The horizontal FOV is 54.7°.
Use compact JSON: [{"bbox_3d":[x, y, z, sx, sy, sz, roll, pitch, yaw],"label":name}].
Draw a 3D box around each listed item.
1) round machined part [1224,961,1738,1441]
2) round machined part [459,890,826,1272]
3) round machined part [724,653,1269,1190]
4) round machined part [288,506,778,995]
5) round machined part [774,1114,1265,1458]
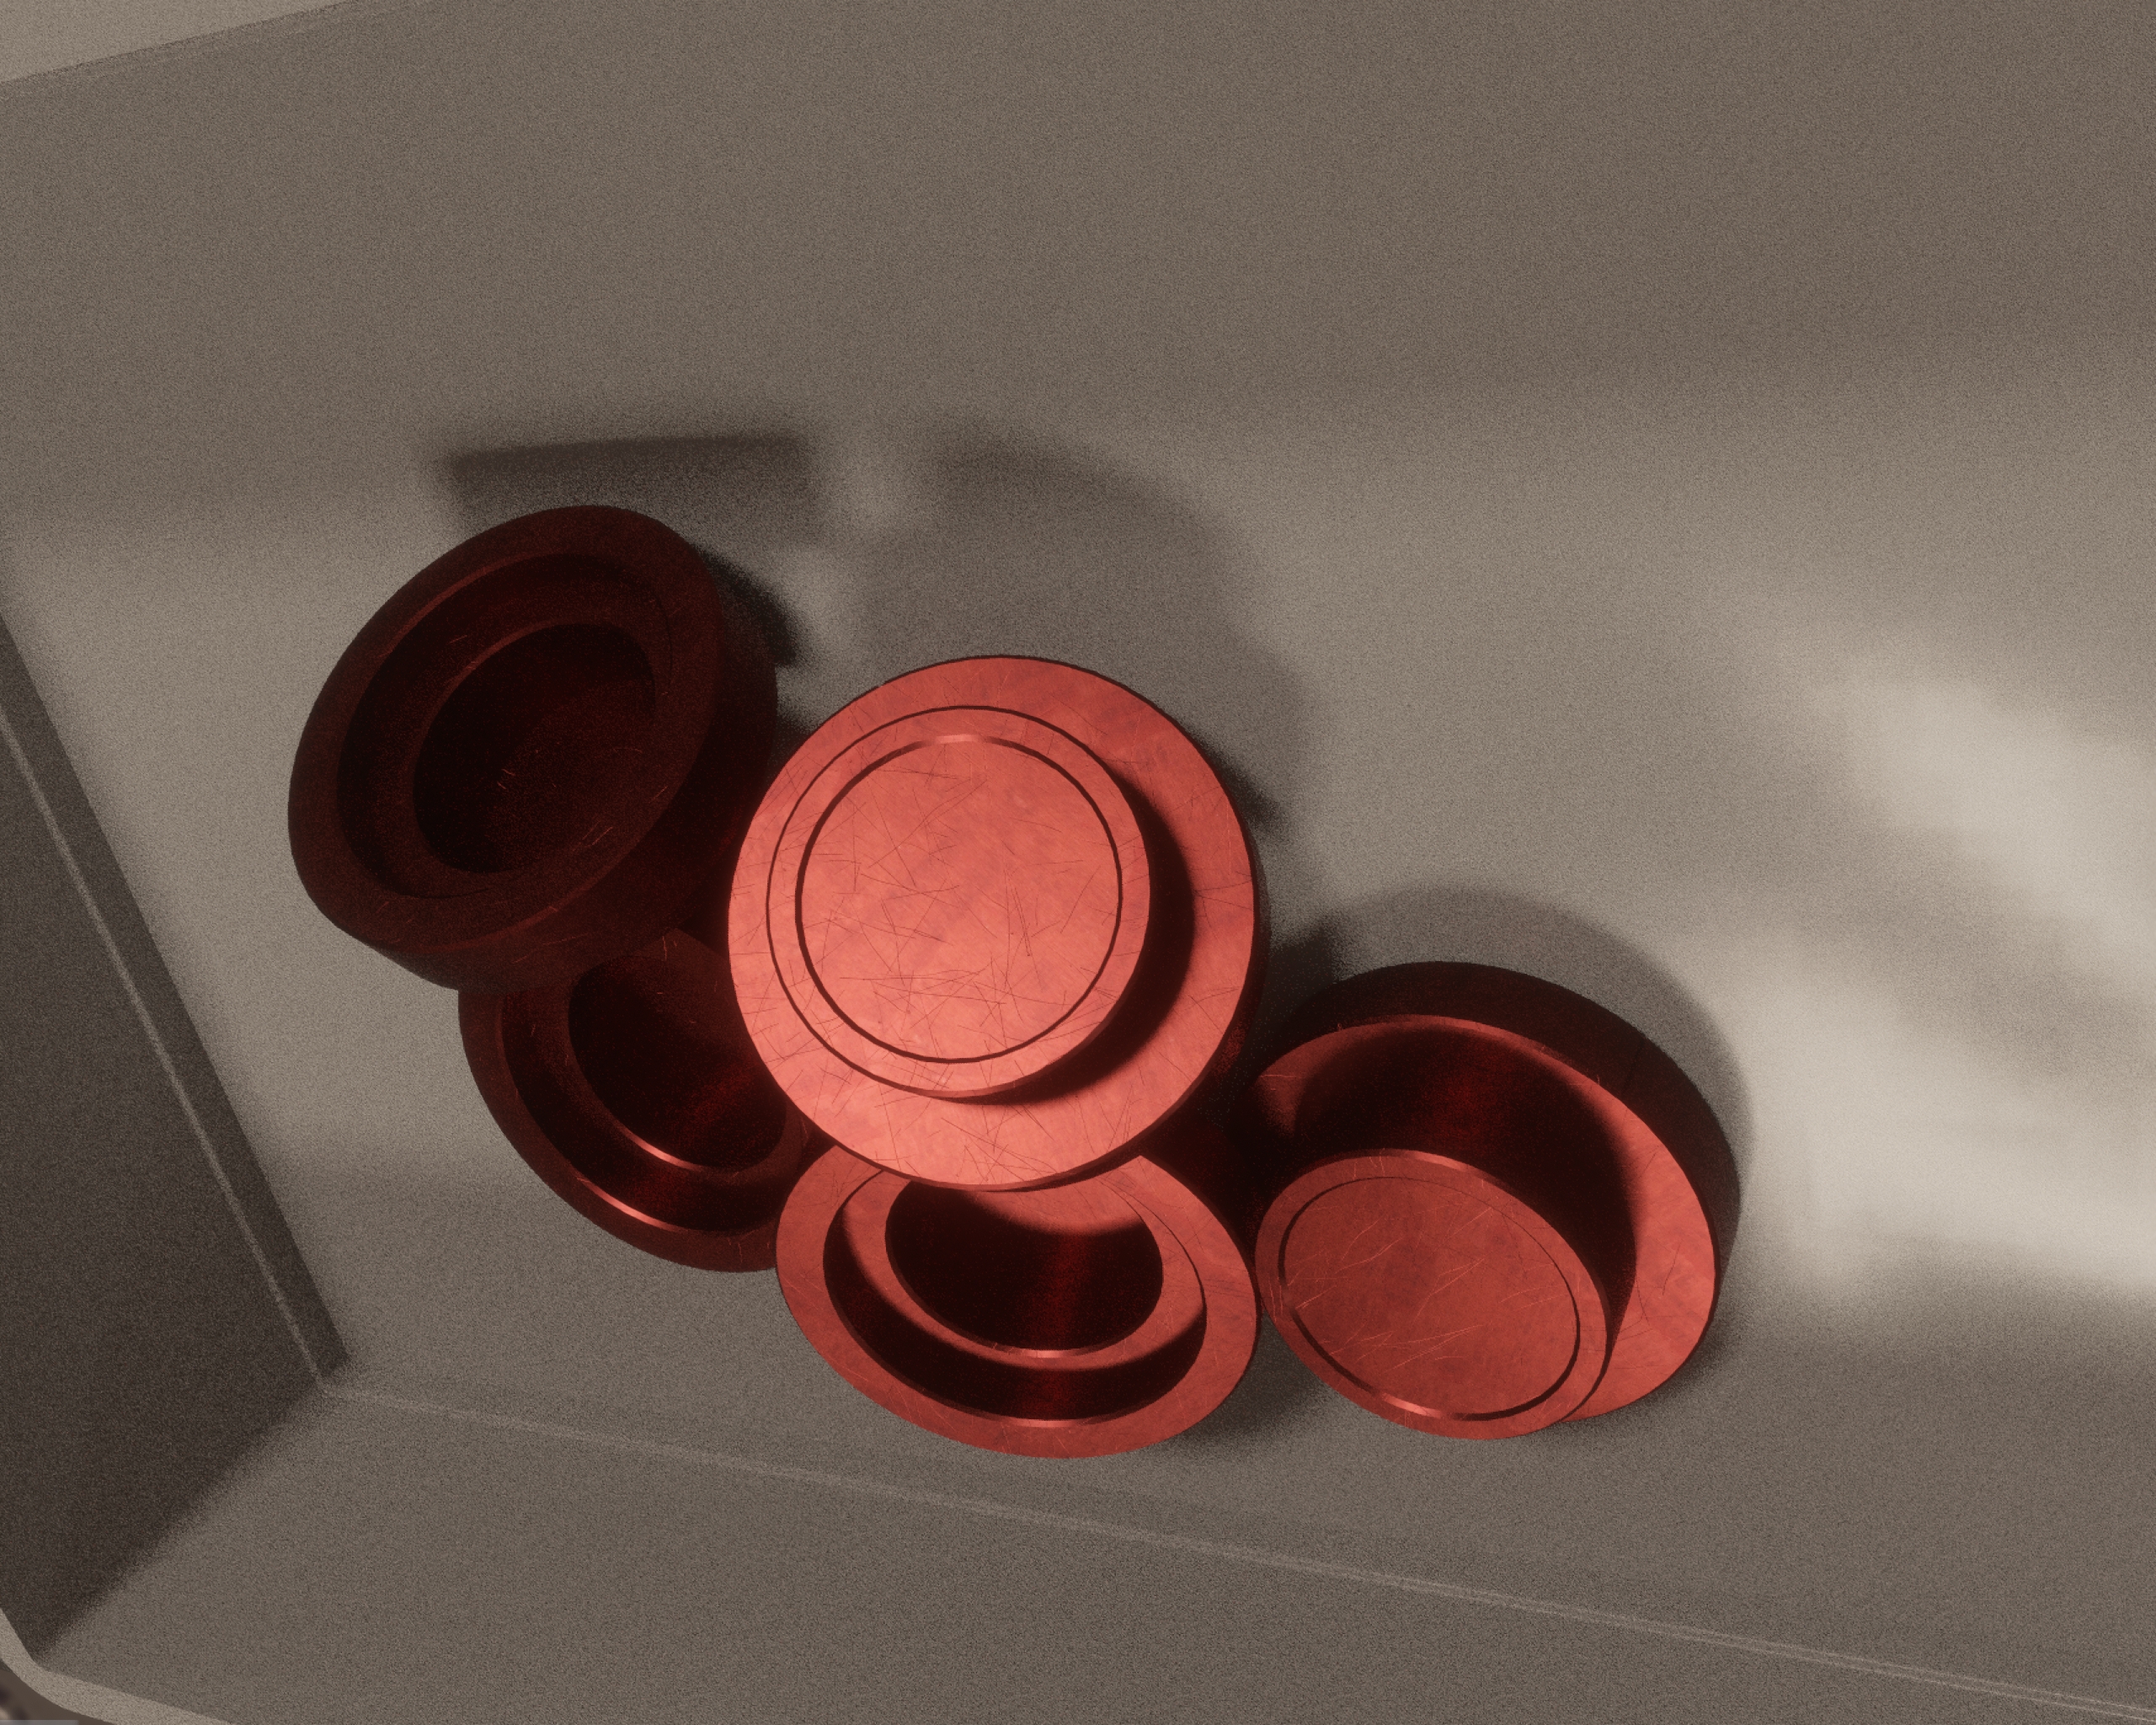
[{"bbox_3d":[0.073,0.071,0.400,0.098,0.042,0.097,13,124,20],"label":"round machined part"},{"bbox_3d":[-0.083,0.039,0.461,0.098,0.042,0.097,13,124,20],"label":"round machined part"},{"bbox_3d":[-0.017,0.009,0.373,0.098,0.042,0.097,-2,79,10],"label":"round machined part"},{"bbox_3d":[-0.102,-0.019,0.413,0.098,0.098,0.042,3,155,26],"label":"round machined part"},{"bbox_3d":[-0.009,0.074,0.429,0.099,0.042,0.097,6,125,8],"label":"round machined part"}]
